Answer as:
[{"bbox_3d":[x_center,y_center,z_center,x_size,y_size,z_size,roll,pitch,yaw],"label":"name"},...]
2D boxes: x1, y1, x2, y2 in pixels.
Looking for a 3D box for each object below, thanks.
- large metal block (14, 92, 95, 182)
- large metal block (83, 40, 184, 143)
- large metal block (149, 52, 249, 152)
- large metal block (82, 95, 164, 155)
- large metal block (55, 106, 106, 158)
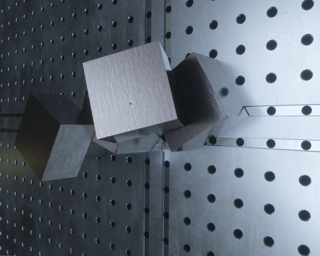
[{"bbox_3d":[-0.136,0.009,0.397,0.080,0.050,0.079,38,113,33],"label":"large metal block"},{"bbox_3d":[-0.026,-0.034,0.323,0.080,0.050,0.080,-14,80,9],"label":"large metal block"},{"bbox_3d":[0.040,-0.027,0.358,0.080,0.050,0.080,-37,68,33],"label":"large metal block"},{"bbox_3d":[-0.048,-0.006,0.410,0.080,0.081,0.050,24,105,37],"label":"large metal block"},{"bbox_3d":[-0.134,0.009,0.481,0.050,0.081,0.080,-8,85,39],"label":"large metal block"}]
